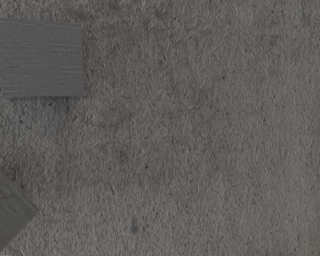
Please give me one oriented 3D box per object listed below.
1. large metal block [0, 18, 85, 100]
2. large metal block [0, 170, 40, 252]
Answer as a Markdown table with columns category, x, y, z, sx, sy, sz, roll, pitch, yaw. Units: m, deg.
| category | x | y | z | sx | sy | sz | roll | pitch | yaw |
| --- | --- | --- | --- | --- | --- | --- | --- | --- | --- |
| large metal block | -0.131 | -0.073 | 0.347 | 0.081 | 0.050 | 0.079 | -3 | 91 | -20 |
| large metal block | -0.181 | 0.079 | 0.305 | 0.080 | 0.080 | 0.050 | 51 | 40 | -13 |
